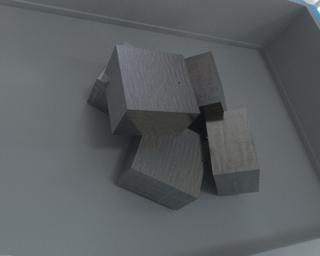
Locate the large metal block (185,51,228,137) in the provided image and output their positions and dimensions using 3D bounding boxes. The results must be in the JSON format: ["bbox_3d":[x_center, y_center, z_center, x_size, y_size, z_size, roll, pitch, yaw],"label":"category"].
[{"bbox_3d":[0.059,-0.042,0.419,0.080,0.050,0.080,53,29,-55],"label":"large metal block"}]

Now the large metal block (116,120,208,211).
[{"bbox_3d":[0.005,0.039,0.364,0.080,0.050,0.080,27,52,-12],"label":"large metal block"}]

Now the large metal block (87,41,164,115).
[{"bbox_3d":[-0.035,-0.053,0.403,0.080,0.050,0.080,32,51,-8],"label":"large metal block"}]

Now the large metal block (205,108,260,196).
[{"bbox_3d":[0.091,0.033,0.391,0.050,0.080,0.080,-9,59,11],"label":"large metal block"}]

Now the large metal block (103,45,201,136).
[{"bbox_3d":[-0.012,-0.039,0.340,0.081,0.050,0.080,2,60,-26],"label":"large metal block"}]
